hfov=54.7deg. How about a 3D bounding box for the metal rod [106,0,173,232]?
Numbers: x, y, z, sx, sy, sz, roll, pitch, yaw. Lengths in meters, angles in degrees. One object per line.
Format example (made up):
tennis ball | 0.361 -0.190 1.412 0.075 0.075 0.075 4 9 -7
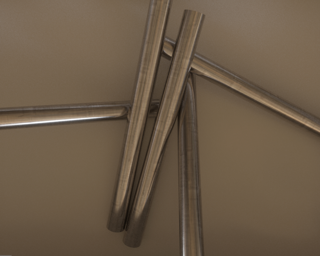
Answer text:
metal rod | -0.028 -0.010 0.377 0.025 0.025 0.298 12 103 0

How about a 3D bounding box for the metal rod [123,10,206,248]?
metal rod | 0.001 0.011 0.380 0.025 0.025 0.298 15 102 0

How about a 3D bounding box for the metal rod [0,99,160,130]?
metal rod | -0.142 -0.013 0.356 0.303 0.025 0.025 -5 90 -22

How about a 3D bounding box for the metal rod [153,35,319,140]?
metal rod | 0.127 -0.040 0.397 0.301 0.025 0.025 26 90 -6

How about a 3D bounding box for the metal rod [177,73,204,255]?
metal rod | 0.033 0.052 0.351 0.025 0.025 0.299 1 65 0
